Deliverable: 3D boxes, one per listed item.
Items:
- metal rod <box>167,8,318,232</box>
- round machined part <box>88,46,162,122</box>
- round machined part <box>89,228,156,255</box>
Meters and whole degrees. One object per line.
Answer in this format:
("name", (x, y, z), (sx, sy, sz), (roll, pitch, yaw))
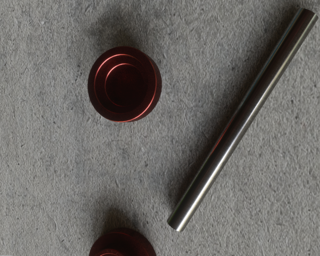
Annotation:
("metal rod", (0.093, -0.001, 0.375), (0.025, 0.025, 0.299), (33, 100, 17))
("round machined part", (-0.043, -0.056, 0.415), (0.098, 0.042, 0.097), (0, 90, 20))
("round machined part", (-0.056, 0.190, 0.419), (0.098, 0.042, 0.097), (0, 90, 20))
